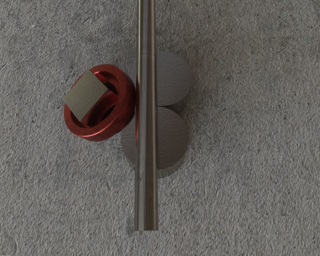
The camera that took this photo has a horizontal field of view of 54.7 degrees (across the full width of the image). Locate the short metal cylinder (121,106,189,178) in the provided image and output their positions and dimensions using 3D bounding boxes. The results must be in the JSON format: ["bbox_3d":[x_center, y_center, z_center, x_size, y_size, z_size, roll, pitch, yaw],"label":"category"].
[{"bbox_3d":[-0.006,0.019,0.388,0.081,0.050,0.080,0,69,0],"label":"short metal cylinder"}]

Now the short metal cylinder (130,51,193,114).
[{"bbox_3d":[0.001,-0.056,0.417,0.081,0.050,0.080,0,70,0],"label":"short metal cylinder"}]

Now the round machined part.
[{"bbox_3d":[-0.071,-0.028,0.396,0.098,0.042,0.098,-12,64,26],"label":"round machined part"}]

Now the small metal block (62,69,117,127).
[{"bbox_3d":[-0.084,-0.036,0.379,0.050,0.025,0.050,-48,54,4],"label":"small metal block"}]

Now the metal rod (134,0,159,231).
[{"bbox_3d":[-0.016,-0.035,0.369,0.025,0.025,0.299,-1,70,0],"label":"metal rod"}]
